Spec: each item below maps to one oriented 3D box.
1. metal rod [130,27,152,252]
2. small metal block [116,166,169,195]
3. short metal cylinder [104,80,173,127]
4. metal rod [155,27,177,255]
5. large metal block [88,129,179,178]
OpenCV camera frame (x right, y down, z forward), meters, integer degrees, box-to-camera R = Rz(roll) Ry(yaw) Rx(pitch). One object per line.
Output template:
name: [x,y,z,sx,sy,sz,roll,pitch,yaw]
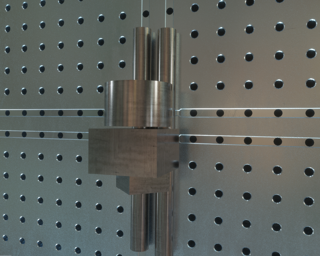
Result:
metal rod: [-0.026,0.015,0.422,0.025,0.025,0.298,1,90,19]
small metal block: [-0.022,0.063,0.382,0.050,0.050,0.025,1,91,-25]
short metal cylinder: [-0.025,-0.027,0.369,0.080,0.080,0.050,1,91,19]
metal rod: [0.007,0.020,0.410,0.025,0.025,0.298,1,90,19]
large metal block: [-0.027,0.026,0.366,0.080,0.080,0.050,1,90,19]
